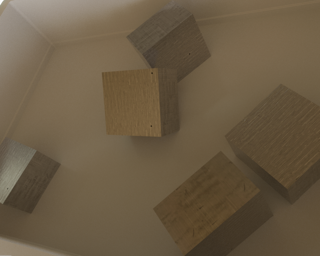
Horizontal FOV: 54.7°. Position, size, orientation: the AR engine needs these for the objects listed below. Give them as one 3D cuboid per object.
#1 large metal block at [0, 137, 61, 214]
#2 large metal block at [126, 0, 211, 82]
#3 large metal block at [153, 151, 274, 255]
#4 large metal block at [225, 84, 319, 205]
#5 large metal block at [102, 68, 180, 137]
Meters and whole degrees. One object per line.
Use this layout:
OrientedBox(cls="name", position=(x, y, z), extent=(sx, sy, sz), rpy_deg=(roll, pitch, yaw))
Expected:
OrientedBox(cls="large metal block", position=(-0.209, 0.068, 0.455), extent=(0.080, 0.050, 0.080), rpy_deg=(15, 69, 34))
OrientedBox(cls="large metal block", position=(0.014, -0.113, 0.431), extent=(0.080, 0.080, 0.050), rpy_deg=(-39, 51, 2))
OrientedBox(cls="large metal block", position=(0.053, 0.080, 0.293), extent=(0.080, 0.080, 0.050), rpy_deg=(-41, 51, 0))
OrientedBox(cls="large metal block", position=(0.128, 0.015, 0.313), extent=(0.080, 0.050, 0.080), rpy_deg=(-43, 51, -2))
OrientedBox(cls="large metal block", position=(-0.024, -0.033, 0.397), extent=(0.080, 0.050, 0.079), rpy_deg=(1, 99, 28))
